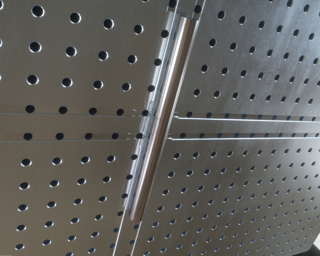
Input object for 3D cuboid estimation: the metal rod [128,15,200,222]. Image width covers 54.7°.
[{"bbox_3d":[-0.001,0.005,0.415,0.025,0.025,0.298,0,118,-29],"label":"metal rod"}]
